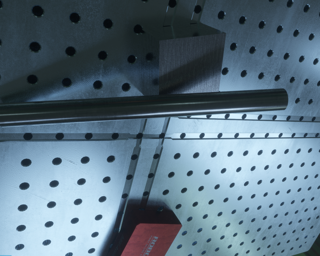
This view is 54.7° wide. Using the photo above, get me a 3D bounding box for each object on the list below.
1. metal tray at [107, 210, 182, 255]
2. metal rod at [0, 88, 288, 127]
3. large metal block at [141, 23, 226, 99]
[{"bbox_3d":[-0.031,0.198,0.515,0.091,0.030,0.129,14,111,-35],"label":"metal tray"},{"bbox_3d":[-0.012,-0.023,0.333,0.302,0.025,0.025,-4,122,-6],"label":"metal rod"},{"bbox_3d":[0.025,-0.074,0.364,0.081,0.050,0.079,-13,124,-22],"label":"large metal block"}]
